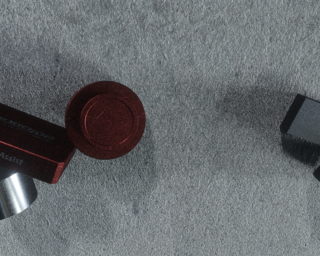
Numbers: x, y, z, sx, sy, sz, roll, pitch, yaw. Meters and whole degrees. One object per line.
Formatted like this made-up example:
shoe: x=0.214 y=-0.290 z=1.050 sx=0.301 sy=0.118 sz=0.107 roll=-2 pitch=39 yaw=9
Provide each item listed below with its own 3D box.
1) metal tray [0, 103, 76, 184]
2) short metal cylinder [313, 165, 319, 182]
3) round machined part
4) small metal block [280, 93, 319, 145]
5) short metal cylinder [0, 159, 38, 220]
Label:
metal tray: x=-0.172 y=0.013 z=0.378 sx=0.131 sy=0.090 sz=0.030 roll=22 pitch=109 yaw=-8
short metal cylinder: x=0.254 y=0.068 z=0.408 sx=0.080 sy=0.080 sz=0.050 roll=31 pitch=107 yaw=-11
round machined part: x=-0.065 y=-0.009 z=0.379 sx=0.099 sy=0.042 sz=0.097 roll=-2 pitch=96 yaw=-19
small metal block: x=0.196 y=-0.012 z=0.407 sx=0.050 sy=0.025 sz=0.050 roll=19 pitch=109 yaw=-7
short metal cylinder: x=-0.210 y=0.078 z=0.407 sx=0.080 sy=0.080 sz=0.050 roll=-8 pitch=110 yaw=3
